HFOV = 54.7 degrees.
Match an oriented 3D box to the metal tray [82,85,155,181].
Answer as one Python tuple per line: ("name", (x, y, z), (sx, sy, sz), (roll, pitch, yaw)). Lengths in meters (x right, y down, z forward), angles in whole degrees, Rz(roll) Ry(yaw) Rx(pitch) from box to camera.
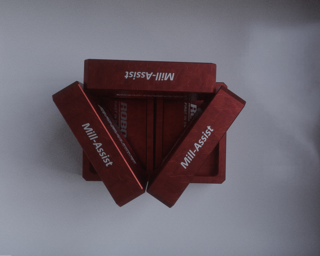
("metal tray", (-0.053, 0.003, 0.408), (0.091, 0.030, 0.129), (0, 89, 0))

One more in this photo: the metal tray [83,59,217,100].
("metal tray", (-0.010, -0.051, 0.346), (0.131, 0.090, 0.030), (2, 91, 0))

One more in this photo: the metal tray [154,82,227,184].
("metal tray", (0.039, 0.005, 0.408), (0.091, 0.030, 0.129), (1, 89, 0))

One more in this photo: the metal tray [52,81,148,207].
("metal tray", (-0.060, 0.015, 0.346), (0.030, 0.090, 0.130), (-31, 90, 1))

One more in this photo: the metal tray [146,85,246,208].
("metal tray", (0.036, 0.018, 0.346), (0.030, 0.090, 0.130), (35, 90, 0))
